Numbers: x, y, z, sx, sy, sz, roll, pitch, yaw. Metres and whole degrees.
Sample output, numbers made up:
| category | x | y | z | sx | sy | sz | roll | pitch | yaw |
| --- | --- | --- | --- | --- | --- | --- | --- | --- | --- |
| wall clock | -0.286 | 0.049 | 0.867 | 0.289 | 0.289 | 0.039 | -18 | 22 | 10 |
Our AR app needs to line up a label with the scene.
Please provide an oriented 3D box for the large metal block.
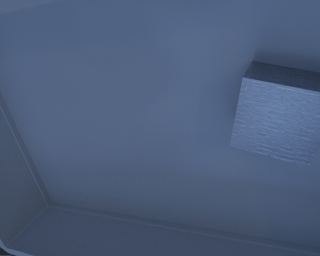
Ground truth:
| category | x | y | z | sx | sy | sz | roll | pitch | yaw |
| --- | --- | --- | --- | --- | --- | --- | --- | --- | --- |
| large metal block | 0.123 | -0.016 | 0.317 | 0.080 | 0.050 | 0.079 | 15 | 125 | 19 |
